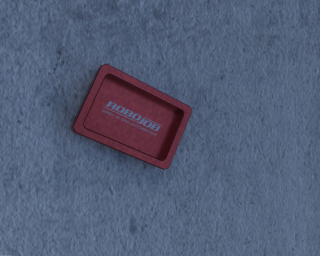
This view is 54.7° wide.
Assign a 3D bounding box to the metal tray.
[{"bbox_3d":[-0.034,-0.012,0.394,0.131,0.030,0.090,25,82,-19],"label":"metal tray"}]
